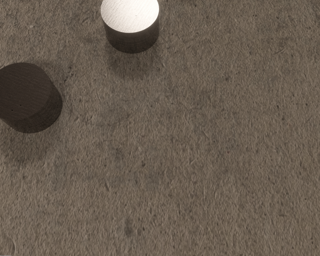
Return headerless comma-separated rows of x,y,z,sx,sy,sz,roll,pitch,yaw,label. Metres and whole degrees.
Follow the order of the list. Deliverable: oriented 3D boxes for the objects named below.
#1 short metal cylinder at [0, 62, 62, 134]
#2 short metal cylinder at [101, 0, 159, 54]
-0.176,-0.038,0.407,0.081,0.050,0.080,0,70,0,short metal cylinder
-0.042,-0.157,0.452,0.081,0.050,0.080,0,70,0,short metal cylinder
